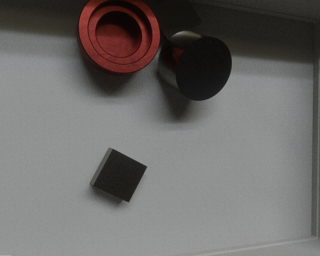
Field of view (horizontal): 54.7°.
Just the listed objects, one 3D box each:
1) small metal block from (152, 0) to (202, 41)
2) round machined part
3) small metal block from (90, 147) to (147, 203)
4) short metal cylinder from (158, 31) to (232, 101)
[{"bbox_3d":[0.019,-0.146,0.411,0.050,0.025,0.050,-37,103,0],"label":"small metal block"},{"bbox_3d":[-0.053,-0.113,0.382,0.099,0.042,0.097,0,90,-21],"label":"round machined part"},{"bbox_3d":[-0.052,0.059,0.392,0.050,0.025,0.050,30,80,-18],"label":"small metal block"},{"bbox_3d":[0.044,-0.081,0.400,0.081,0.050,0.079,-12,119,-22],"label":"short metal cylinder"}]
